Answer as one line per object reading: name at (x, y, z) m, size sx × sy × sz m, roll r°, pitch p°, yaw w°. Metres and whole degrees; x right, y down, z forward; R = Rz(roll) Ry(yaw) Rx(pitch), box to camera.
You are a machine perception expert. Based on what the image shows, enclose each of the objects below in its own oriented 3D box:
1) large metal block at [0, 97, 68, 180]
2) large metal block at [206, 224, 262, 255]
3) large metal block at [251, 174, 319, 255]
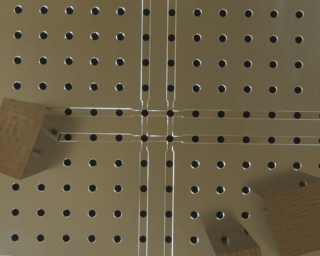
large metal block at (-0.165, 0.012, 0.385) m, size 0.050 × 0.080 × 0.080 m, roll 21°, pitch 90°, yaw 0°
large metal block at (0.094, 0.177, 0.387) m, size 0.050 × 0.080 × 0.080 m, roll -10°, pitch 90°, yaw 0°
large metal block at (0.175, 0.112, 0.402) m, size 0.080 × 0.050 × 0.080 m, roll -16°, pitch 90°, yaw 0°
